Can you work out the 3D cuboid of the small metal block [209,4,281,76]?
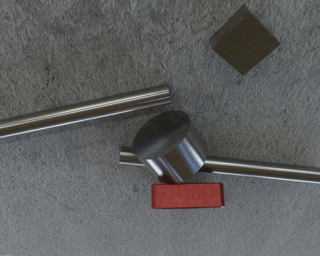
[{"bbox_3d":[0.089,-0.092,0.330,0.050,0.025,0.050,33,123,-25],"label":"small metal block"}]

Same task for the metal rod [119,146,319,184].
[{"bbox_3d":[0.093,0.055,0.455,0.302,0.025,0.025,7,130,-6],"label":"metal rod"}]

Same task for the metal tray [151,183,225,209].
[{"bbox_3d":[0.036,0.100,0.445,0.091,0.030,0.130,-2,165,1],"label":"metal tray"}]

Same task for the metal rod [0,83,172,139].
[{"bbox_3d":[-0.134,-0.013,0.393,0.301,0.025,0.025,-11,130,8],"label":"metal rod"}]

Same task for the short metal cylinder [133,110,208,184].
[{"bbox_3d":[0.013,0.023,0.391,0.080,0.080,0.050,-23,126,18],"label":"short metal cylinder"}]
